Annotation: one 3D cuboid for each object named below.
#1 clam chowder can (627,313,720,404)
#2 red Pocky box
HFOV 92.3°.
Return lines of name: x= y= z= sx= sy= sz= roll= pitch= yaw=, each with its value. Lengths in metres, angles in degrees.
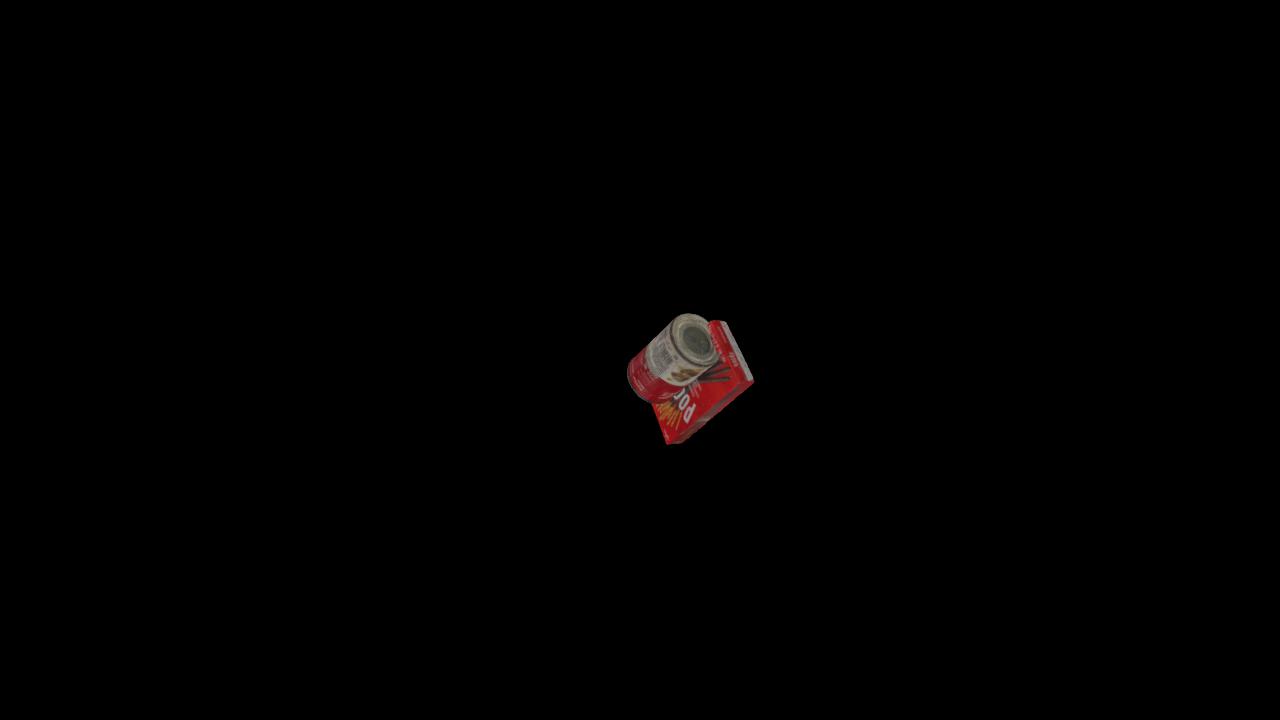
clam chowder can: x=0.038 y=-0.001 z=0.701 sx=0.068 sy=0.068 sz=0.102 roll=0 pitch=-28 yaw=-32
red Pocky box: x=0.065 y=0.031 z=0.724 sx=0.028 sy=0.083 sz=0.155 roll=-4 pitch=-31 yaw=-36
